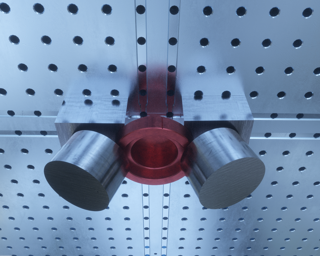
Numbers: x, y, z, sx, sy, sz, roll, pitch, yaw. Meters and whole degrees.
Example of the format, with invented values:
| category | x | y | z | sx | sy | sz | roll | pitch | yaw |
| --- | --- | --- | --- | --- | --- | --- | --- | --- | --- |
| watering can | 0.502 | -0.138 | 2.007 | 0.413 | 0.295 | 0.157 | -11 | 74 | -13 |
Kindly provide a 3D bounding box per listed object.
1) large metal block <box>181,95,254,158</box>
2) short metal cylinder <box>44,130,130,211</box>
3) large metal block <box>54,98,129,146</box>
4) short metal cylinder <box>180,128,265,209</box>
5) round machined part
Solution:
| category | x | y | z | sx | sy | sz | roll | pitch | yaw |
| --- | --- | --- | --- | --- | --- | --- | --- | --- | --- |
| large metal block | 0.068 | 0.005 | 0.400 | 0.080 | 0.050 | 0.079 | -1 | 130 | 0 |
| short metal cylinder | -0.082 | 0.049 | 0.353 | 0.080 | 0.050 | 0.079 | 14 | 133 | 16 |
| large metal block | -0.082 | 0.008 | 0.401 | 0.081 | 0.050 | 0.079 | 0 | 130 | -1 |
| short metal cylinder | 0.070 | 0.046 | 0.352 | 0.081 | 0.050 | 0.079 | -13 | 132 | -15 |
| round machined part | -0.007 | 0.023 | 0.381 | 0.099 | 0.042 | 0.097 | 0 | 130 | 0 |
